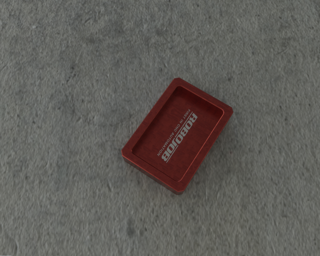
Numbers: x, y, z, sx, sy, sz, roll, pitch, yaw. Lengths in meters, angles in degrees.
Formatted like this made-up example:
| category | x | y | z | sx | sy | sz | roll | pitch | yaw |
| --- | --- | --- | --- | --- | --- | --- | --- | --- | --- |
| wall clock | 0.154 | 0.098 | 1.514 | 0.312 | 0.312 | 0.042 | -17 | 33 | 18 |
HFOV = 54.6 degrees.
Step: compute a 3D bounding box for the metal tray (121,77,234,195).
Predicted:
| category | x | y | z | sx | sy | sz | roll | pitch | yaw |
| --- | --- | --- | --- | --- | --- | --- | --- | --- | --- |
| metal tray | 0.023 | 0.008 | 0.402 | 0.090 | 0.030 | 0.130 | 32 | 73 | 11 |
